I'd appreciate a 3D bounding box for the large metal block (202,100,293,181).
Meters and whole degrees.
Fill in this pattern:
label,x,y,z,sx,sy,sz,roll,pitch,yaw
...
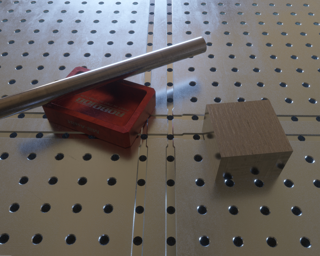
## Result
label,x,y,z,sx,sy,sz,roll,pitch,yaw
large metal block,0.102,0.014,0.380,0.081,0.050,0.080,-5,50,-4

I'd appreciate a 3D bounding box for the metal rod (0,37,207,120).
label,x,y,z,sx,sy,sz,roll,pitch,yaw
metal rod,-0.069,-0.075,0.430,0.302,0.025,0.025,-22,53,-18

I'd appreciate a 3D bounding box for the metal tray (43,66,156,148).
label,x,y,z,sx,sy,sz,roll,pitch,yaw
metal tray,-0.082,-0.033,0.431,0.130,0.030,0.090,18,52,14
